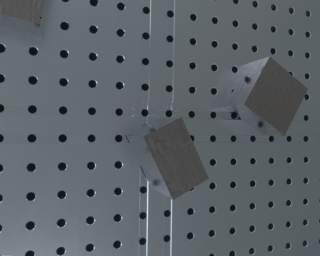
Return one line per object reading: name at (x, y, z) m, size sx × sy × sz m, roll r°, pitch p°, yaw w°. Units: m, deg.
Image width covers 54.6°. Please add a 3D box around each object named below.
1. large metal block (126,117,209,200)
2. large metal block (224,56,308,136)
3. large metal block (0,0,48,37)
large metal block at (0.006, 0.034, 0.385) m, size 0.050 × 0.080 × 0.080 m, roll -27°, pitch 99°, yaw -18°
large metal block at (0.155, -0.044, 0.456) m, size 0.080 × 0.050 × 0.080 m, roll 33°, pitch 79°, yaw -17°
large metal block at (-0.165, -0.156, 0.338) m, size 0.081 × 0.050 × 0.080 m, roll 11°, pitch 86°, yaw -20°
